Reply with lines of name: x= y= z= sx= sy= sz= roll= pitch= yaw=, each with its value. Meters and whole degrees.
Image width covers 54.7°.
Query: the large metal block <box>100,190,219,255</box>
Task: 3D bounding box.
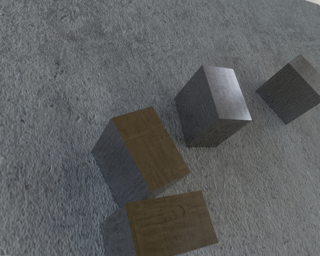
large metal block: x=-0.005 y=0.103 z=0.303 sx=0.081 sy=0.080 sz=0.050 roll=-2 pitch=63 yaw=-29

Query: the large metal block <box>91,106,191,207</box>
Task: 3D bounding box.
large metal block: x=-0.025 y=0.036 z=0.333 sx=0.050 sy=0.080 sz=0.080 roll=-19 pitch=72 yaw=-35

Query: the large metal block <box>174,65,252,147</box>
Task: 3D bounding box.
large metal block: x=0.067 y=-0.027 z=0.421 sx=0.050 sy=0.080 sz=0.080 roll=2 pitch=61 yaw=-27

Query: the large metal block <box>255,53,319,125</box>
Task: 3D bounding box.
large metal block: x=0.228 y=-0.065 z=0.531 sx=0.050 sy=0.080 sz=0.080 roll=-35 pitch=81 yaw=-38
